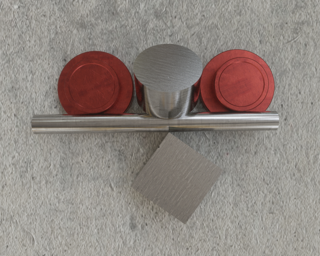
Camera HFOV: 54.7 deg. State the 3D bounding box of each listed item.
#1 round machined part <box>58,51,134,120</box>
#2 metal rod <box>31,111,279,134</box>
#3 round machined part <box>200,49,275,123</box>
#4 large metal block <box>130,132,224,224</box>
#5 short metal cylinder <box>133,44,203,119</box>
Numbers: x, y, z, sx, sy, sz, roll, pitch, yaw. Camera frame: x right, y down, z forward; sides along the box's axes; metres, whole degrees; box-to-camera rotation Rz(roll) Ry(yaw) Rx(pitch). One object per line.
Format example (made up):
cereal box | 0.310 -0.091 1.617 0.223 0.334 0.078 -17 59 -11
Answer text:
round machined part | -0.084 -0.052 0.401 0.099 0.042 0.097 0 90 0
metal rod | -0.005 -0.007 0.390 0.302 0.025 0.025 -1 90 0
round machined part | 0.101 -0.054 0.404 0.099 0.042 0.097 0 90 0
large metal block | 0.021 0.060 0.397 0.080 0.050 0.080 35 90 0
short metal cylinder | 0.010 -0.057 0.380 0.080 0.050 0.080 0 55 0
